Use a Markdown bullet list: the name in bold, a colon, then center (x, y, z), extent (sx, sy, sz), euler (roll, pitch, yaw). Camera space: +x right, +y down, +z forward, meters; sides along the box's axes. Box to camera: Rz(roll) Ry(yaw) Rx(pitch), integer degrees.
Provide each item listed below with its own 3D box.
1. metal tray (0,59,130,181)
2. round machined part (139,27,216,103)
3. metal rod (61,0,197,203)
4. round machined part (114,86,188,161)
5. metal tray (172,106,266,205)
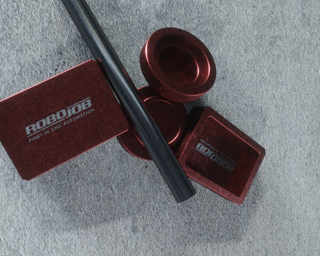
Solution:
- **metal tray**: center (-0.113, -0.010, 0.355), extent (0.131, 0.030, 0.090), euler (-28, 97, -9)
- **round machined part**: center (0.019, -0.076, 0.397), extent (0.099, 0.042, 0.098), euler (11, 64, -23)
- **metal rod**: center (-0.044, -0.051, 0.358), extent (0.025, 0.025, 0.299), euler (-29, 87, -18)
- **round machined part**: center (-0.007, -0.006, 0.399), extent (0.099, 0.042, 0.097), euler (0, 90, -20)
- **metal tray**: center (0.080, 0.039, 0.426), extent (0.130, 0.030, 0.090), euler (33, 79, -28)
